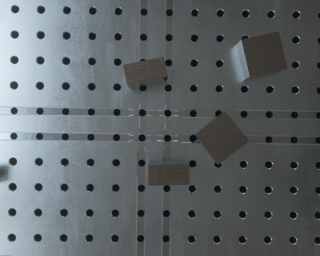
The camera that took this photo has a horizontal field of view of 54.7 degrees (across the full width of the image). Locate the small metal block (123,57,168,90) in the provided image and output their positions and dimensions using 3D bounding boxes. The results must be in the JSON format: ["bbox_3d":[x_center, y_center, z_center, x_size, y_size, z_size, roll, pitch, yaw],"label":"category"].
[{"bbox_3d":[-0.018,-0.070,0.401,0.050,0.050,0.025,-12,90,0],"label":"small metal block"}]

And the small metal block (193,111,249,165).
[{"bbox_3d":[0.080,0.013,0.415,0.050,0.025,0.050,-38,90,0],"label":"small metal block"}]

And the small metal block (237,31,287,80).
[{"bbox_3d":[0.136,-0.096,0.415,0.050,0.025,0.050,-13,90,-1],"label":"small metal block"}]

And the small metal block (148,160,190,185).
[{"bbox_3d":[0.011,0.057,0.401,0.050,0.050,0.025,-1,90,-1],"label":"small metal block"}]
